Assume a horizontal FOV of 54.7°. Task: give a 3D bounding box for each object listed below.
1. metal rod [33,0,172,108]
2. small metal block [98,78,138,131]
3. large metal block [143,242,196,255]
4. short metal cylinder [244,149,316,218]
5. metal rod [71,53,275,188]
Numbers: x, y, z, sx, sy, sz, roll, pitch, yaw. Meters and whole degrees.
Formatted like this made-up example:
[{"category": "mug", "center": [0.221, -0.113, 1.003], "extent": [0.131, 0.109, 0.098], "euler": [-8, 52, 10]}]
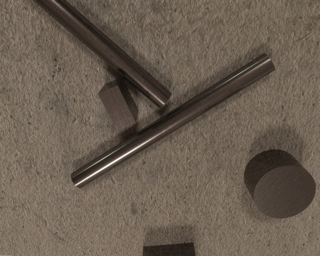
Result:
[{"category": "metal rod", "center": [-0.106, -0.129, 0.360], "extent": [0.300, 0.025, 0.025], "euler": [40, 105, -14]}, {"category": "small metal block", "center": [-0.050, -0.031, 0.384], "extent": [0.025, 0.050, 0.050], "euler": [-22, 109, 8]}, {"category": "large metal block", "center": [0.017, 0.231, 0.482], "extent": [0.080, 0.050, 0.079], "euler": [-5, 110, 1]}, {"category": "short metal cylinder", "center": [0.162, 0.076, 0.427], "extent": [0.081, 0.050, 0.079], "euler": [0, 110, -1]}, {"category": "metal rod", "center": [0.009, -0.004, 0.408], "extent": [0.300, 0.025, 0.025], "euler": [-32, 107, 10]}]
